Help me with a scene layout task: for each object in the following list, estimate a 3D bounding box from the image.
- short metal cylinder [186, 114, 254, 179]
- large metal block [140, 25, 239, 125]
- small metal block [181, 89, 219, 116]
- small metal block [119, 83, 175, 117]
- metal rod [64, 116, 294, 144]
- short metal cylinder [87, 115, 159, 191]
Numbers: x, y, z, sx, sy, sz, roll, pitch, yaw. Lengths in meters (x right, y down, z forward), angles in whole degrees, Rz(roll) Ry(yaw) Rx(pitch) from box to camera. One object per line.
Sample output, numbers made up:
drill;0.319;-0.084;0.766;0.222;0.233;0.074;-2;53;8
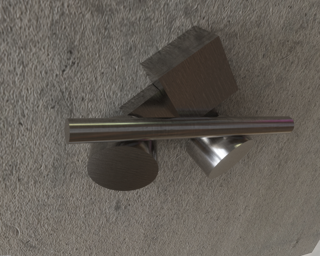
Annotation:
short metal cylinder;0.084;0.027;0.437;0.080;0.050;0.080;-31;154;-17
large metal block;0.037;-0.061;0.372;0.080;0.050;0.080;-36;129;-4
small metal block;0.049;-0.017;0.424;0.050;0.025;0.050;-37;129;-3
small metal block;-0.015;-0.019;0.389;0.050;0.025;0.050;-38;129;-4
metal rod;0.045;-0.001;0.366;0.303;0.025;0.025;-2;119;-28
short metal cylinder;-0.043;0.031;0.369;0.081;0.050;0.079;-2;133;-2
